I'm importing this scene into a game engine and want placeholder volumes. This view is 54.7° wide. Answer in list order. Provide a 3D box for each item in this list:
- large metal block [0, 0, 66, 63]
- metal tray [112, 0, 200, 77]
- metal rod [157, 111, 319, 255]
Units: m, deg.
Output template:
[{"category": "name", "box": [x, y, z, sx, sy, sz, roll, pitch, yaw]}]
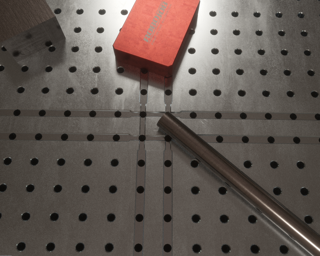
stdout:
[{"category": "large metal block", "box": [-0.200, -0.157, 0.453, 0.080, 0.050, 0.080, -31, 73, -11]}, {"category": "metal tray", "box": [-0.003, -0.149, 0.463, 0.090, 0.030, 0.130, 20, 71, 6]}, {"category": "metal rod", "box": [0.116, 0.082, 0.383, 0.300, 0.025, 0.025, 40, 75, 13]}]
